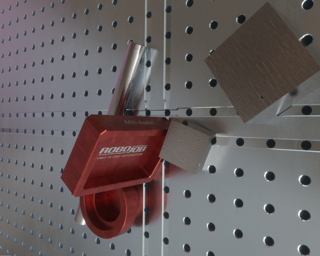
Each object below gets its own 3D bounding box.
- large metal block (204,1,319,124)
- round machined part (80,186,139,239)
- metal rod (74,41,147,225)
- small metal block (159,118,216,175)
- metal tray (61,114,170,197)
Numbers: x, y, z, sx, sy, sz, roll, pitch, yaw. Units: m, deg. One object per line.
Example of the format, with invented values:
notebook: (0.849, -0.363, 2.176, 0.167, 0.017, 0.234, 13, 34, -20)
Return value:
large metal block: (0.105, -0.059, 0.306, 0.080, 0.050, 0.080, -41, 66, 32)
round machined part: (-0.069, 0.107, 0.452, 0.098, 0.042, 0.097, 1, 91, 38)
metal rod: (-0.080, 0.018, 0.472, 0.025, 0.025, 0.298, 32, 109, 35)
small metal block: (0.033, 0.021, 0.374, 0.050, 0.025, 0.050, 25, 106, 22)
metal tray: (-0.043, 0.030, 0.374, 0.030, 0.131, 0.089, 42, 115, 32)
